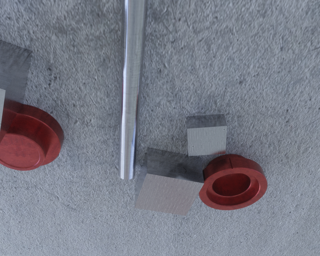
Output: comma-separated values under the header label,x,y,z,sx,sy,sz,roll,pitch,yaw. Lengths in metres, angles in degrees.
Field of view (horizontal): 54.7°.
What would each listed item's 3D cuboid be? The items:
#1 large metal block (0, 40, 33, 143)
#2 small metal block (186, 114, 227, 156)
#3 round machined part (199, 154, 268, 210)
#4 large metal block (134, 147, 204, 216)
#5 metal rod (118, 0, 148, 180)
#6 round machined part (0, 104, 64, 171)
label,x,y,z,sx,sy,sz,roll,pitch,yaw
large metal block,-0.182,-0.040,0.335,0.050,0.080,0.079,18,128,-15
small metal block,0.062,0.010,0.416,0.050,0.025,0.050,-4,130,3
round machined part,0.104,0.076,0.461,0.099,0.042,0.097,-1,131,-1
large metal block,0.011,0.081,0.460,0.081,0.050,0.079,12,129,-10
metal rod,-0.035,-0.045,0.368,0.025,0.025,0.298,4,130,-4
round machined part,-0.182,0.019,0.411,0.099,0.042,0.097,0,130,0
